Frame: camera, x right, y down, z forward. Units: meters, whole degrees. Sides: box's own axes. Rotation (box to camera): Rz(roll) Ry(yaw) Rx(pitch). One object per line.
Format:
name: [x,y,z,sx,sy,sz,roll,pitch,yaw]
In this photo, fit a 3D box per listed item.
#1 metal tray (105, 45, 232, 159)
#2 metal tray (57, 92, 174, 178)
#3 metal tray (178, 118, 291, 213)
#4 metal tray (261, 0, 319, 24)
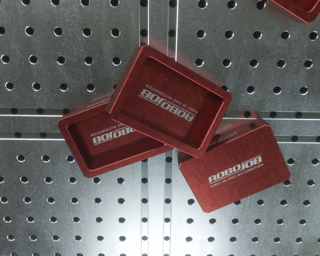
metal tray: [0.013,-0.029,0.372,0.131,0.030,0.090,25,92,-23]
metal tray: [-0.055,0.004,0.411,0.130,0.030,0.090,-20,109,7]
metal tray: [0.102,0.054,0.431,0.130,0.030,0.090,-26,108,9]
metal tray: [0.164,-0.195,0.340,0.090,0.030,0.129,28,108,-10]
